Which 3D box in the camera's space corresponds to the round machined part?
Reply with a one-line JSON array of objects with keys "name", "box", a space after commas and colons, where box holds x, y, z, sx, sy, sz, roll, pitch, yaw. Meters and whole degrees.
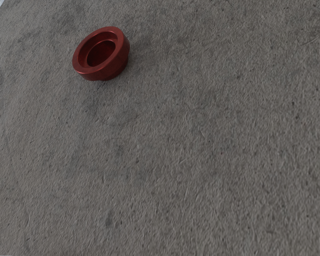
[{"name": "round machined part", "box": [-0.092, -0.117, 0.514, 0.098, 0.042, 0.098, -13, 56, 21]}]
